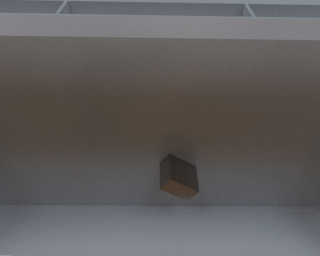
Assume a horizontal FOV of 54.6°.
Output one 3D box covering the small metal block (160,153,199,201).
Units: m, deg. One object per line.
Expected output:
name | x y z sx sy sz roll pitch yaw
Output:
small metal block | 0.028 0.072 0.454 0.050 0.050 0.025 27 125 -21
